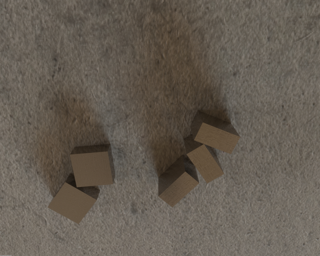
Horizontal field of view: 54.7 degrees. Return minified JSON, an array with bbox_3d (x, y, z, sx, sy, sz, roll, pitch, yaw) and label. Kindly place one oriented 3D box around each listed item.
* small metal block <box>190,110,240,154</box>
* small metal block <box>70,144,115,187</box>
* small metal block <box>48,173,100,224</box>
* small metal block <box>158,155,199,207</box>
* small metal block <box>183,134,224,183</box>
[{"bbox_3d":[0.069,0.004,0.399,0.050,0.050,0.025,21,109,-8],"label":"small metal block"},{"bbox_3d":[-0.092,0.052,0.428,0.050,0.025,0.050,-5,110,1],"label":"small metal block"},{"bbox_3d":[-0.123,0.102,0.446,0.050,0.025,0.050,34,106,-12],"label":"small metal block"},{"bbox_3d":[0.024,0.071,0.423,0.025,0.050,0.050,41,105,-14],"label":"small metal block"},{"bbox_3d":[0.057,0.037,0.411,0.025,0.050,0.050,-32,107,11],"label":"small metal block"}]
